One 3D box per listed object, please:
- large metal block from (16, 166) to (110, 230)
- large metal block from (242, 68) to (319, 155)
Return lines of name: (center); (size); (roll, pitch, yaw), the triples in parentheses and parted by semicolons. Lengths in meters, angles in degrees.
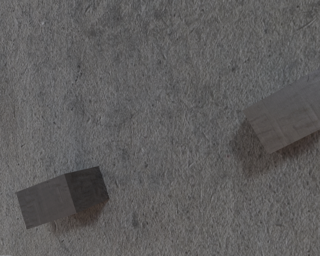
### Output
large metal block: (-0.130, 0.093, 0.426); (0.080, 0.080, 0.050); (-22, 83, 19)
large metal block: (0.140, -0.015, 0.330); (0.080, 0.080, 0.050); (-31, 80, 17)
